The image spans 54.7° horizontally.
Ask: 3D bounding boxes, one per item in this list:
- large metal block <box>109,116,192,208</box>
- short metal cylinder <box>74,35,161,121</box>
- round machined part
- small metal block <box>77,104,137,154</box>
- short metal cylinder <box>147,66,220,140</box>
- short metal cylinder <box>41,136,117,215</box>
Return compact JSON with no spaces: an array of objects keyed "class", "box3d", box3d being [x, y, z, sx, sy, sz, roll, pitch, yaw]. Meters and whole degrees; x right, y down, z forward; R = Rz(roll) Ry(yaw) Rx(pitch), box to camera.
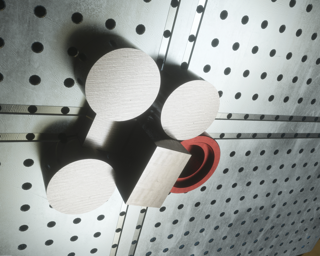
[{"class":"large metal block","box3d":[-0.018,0.040,0.386,0.050,0.080,0.080,17,110,-35]},{"class":"short metal cylinder","box3d":[-0.047,-0.054,0.336,0.081,0.050,0.079,-14,124,-21]},{"class":"round machined part","box3d":[0.034,0.042,0.444,0.099,0.042,0.097,-14,124,-21]},{"class":"small metal block","box3d":[-0.064,0.000,0.375,0.050,0.025,0.050,16,110,-35]},{"class":"short metal cylinder","box3d":[0.027,-0.032,0.390,0.081,0.050,0.079,-14,124,-21]},{"class":"short metal cylinder","box3d":[-0.099,0.057,0.376,0.081,0.050,0.079,-14,124,-21]}]
